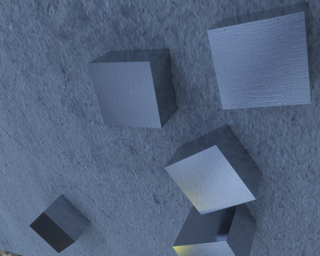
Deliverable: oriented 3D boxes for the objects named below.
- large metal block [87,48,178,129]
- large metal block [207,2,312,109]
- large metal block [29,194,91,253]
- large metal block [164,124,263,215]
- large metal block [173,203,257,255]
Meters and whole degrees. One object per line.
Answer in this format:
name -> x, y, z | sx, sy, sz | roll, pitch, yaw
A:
large metal block -> -0.030, -0.049, 0.375 | 0.080, 0.050, 0.079 | 4, 120, 25
large metal block -> 0.099, -0.067, 0.297 | 0.080, 0.050, 0.080 | -2, 117, 29
large metal block -> -0.196, 0.189, 0.608 | 0.080, 0.050, 0.080 | 45, 129, -4
large metal block -> 0.067, 0.053, 0.387 | 0.080, 0.050, 0.080 | -30, 102, 37
large metal block -> 0.076, 0.145, 0.420 | 0.080, 0.080, 0.050 | -22, 107, 36
